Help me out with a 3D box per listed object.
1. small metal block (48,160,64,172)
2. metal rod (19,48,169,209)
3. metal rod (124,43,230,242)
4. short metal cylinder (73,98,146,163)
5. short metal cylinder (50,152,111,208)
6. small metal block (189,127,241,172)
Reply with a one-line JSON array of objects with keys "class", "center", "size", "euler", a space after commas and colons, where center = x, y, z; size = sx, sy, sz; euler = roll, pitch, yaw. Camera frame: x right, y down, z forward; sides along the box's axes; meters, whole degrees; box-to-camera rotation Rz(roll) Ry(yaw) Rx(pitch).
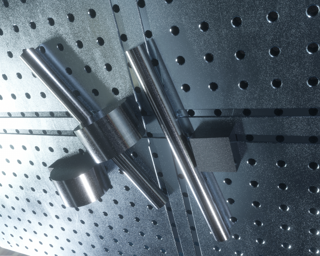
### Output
[{"class": "small metal block", "center": [-0.163, 0.085, 0.550], "size": [0.050, 0.025, 0.050], "euler": [-2, 118, 29]}, {"class": "metal rod", "center": [-0.094, 0.005, 0.463], "size": [0.300, 0.025, 0.025], "euler": [49, 129, -7]}, {"class": "metal rod", "center": [0.031, 0.032, 0.414], "size": [0.025, 0.025, 0.299], "euler": [-13, 112, 33]}, {"class": "short metal cylinder", "center": [-0.066, 0.003, 0.412], "size": [0.080, 0.080, 0.050], "euler": [-20, 108, 35]}, {"class": "short metal cylinder", "center": [-0.125, 0.080, 0.491], "size": [0.080, 0.080, 0.050], "euler": [-3, 117, 30]}, {"class": "small metal block", "center": [0.070, 0.028, 0.391], "size": [0.050, 0.025, 0.050], "euler": [-4, 117, 30]}]
